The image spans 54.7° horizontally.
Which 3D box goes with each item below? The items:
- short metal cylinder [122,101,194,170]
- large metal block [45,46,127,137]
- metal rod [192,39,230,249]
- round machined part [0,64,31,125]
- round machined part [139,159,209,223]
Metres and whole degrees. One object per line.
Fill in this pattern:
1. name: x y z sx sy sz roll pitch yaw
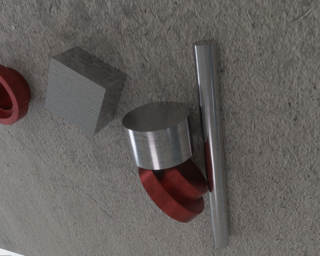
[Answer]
1. short metal cylinder: -0.001 0.007 0.376 0.080 0.080 0.050 4 120 26
2. large metal block: -0.100 -0.049 0.413 0.080 0.050 0.079 30 128 8
3. metal rod: 0.069 0.040 0.395 0.025 0.025 0.298 5 121 26
4. round machined part: -0.246 -0.057 0.490 0.098 0.042 0.097 13 124 21
5. round machined part: 0.023 0.066 0.393 0.098 0.098 0.042 45 108 -3
